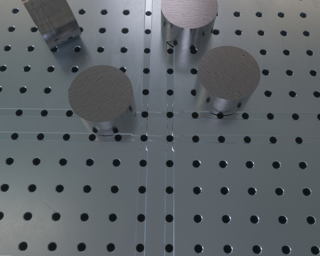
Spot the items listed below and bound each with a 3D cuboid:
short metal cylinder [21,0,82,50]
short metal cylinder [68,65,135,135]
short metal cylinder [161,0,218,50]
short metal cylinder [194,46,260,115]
[{"bbox_3d":[-0.155,-0.159,0.439,0.050,0.080,0.080,-30,73,-10],"label":"short metal cylinder"},{"bbox_3d":[-0.074,-0.036,0.411,0.081,0.050,0.080,0,70,0],"label":"short metal cylinder"},{"bbox_3d":[0.042,-0.164,0.459,0.081,0.050,0.080,0,70,0],"label":"short metal cylinder"},{"bbox_3d":[0.089,-0.064,0.422,0.081,0.050,0.080,0,70,0],"label":"short metal cylinder"}]
